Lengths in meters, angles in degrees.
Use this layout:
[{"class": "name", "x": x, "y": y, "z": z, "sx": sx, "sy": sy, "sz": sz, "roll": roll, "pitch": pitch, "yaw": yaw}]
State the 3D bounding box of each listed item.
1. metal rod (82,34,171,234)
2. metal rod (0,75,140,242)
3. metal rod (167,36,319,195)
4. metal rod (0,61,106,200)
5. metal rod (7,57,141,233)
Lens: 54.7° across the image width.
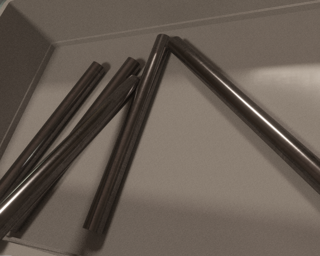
[{"class": "metal rod", "x": -0.037, "y": -0.008, "z": 0.428, "sx": 0.025, "sy": 0.025, "sz": 0.300, "roll": 5, "pitch": 64, "yaw": 30}, {"class": "metal rod", "x": -0.100, "y": 0.018, "z": 0.364, "sx": 0.025, "sy": 0.025, "sz": 0.301, "roll": 2, "pitch": 37, "yaw": 29}, {"class": "metal rod", "x": 0.093, "y": -0.034, "z": 0.377, "sx": 0.025, "sy": 0.025, "sz": 0.300, "roll": -38, "pitch": 51, "yaw": 2}, {"class": "metal rod", "x": -0.185, "y": 0.017, "z": 0.489, "sx": 0.025, "sy": 0.025, "sz": 0.300, "roll": 26, "pitch": 75, "yaw": 36}, {"class": "metal rod", "x": -0.124, "y": 0.017, "z": 0.458, "sx": 0.025, "sy": 0.025, "sz": 0.300, "roll": 26, "pitch": 75, "yaw": 36}]
